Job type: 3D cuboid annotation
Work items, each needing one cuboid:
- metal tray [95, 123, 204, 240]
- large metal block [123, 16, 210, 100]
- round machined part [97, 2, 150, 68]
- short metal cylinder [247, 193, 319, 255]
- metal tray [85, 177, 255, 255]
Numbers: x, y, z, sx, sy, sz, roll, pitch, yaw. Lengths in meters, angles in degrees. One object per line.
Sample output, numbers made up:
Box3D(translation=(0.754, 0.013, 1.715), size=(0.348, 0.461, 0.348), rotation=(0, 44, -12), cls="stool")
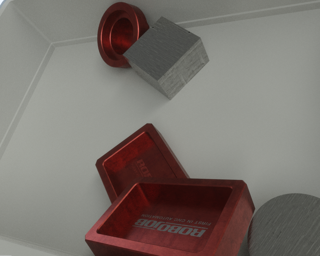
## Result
Box3D(translation=(-0.015, 0.066, 0.368), size=(0.090, 0.030, 0.130), rotation=(-36, 51, 3), cls="metal tray")
Box3D(translation=(0.009, -0.100, 0.441), size=(0.080, 0.050, 0.080), rotation=(-46, 56, -4), cls="large metal block")
Box3D(translation=(-0.052, -0.143, 0.490), size=(0.098, 0.042, 0.097), rotation=(4, 96, 42), cls="round machined part")
Box3D(translation=(0.120, 0.102, 0.264), size=(0.080, 0.050, 0.080), rotation=(-13, 56, 20), cls="short metal cylinder")
Box3D(translation=(0.008, 0.085, 0.279), size=(0.130, 0.030, 0.090), rotation=(-5, 29, 37), cls="metal tray")
